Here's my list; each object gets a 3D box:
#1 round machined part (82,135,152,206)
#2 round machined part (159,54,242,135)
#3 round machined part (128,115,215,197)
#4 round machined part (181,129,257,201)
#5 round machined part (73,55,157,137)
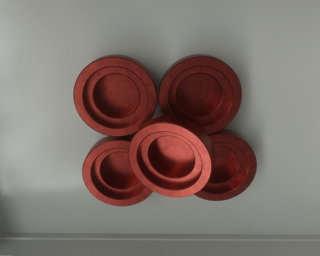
[{"bbox_3d":[-0.051,0.053,0.419,0.099,0.042,0.097,0,110,-1],"label":"round machined part"},{"bbox_3d":[0.048,-0.043,0.385,0.099,0.042,0.097,0,110,-1],"label":"round machined part"},{"bbox_3d":[0.016,0.030,0.366,0.098,0.042,0.097,8,116,16],"label":"round machined part"},{"bbox_3d":[0.076,0.046,0.418,0.099,0.042,0.097,0,110,-1],"label":"round machined part"},{"bbox_3d":[-0.053,-0.042,0.384,0.099,0.042,0.097,0,110,-1],"label":"round machined part"}]
